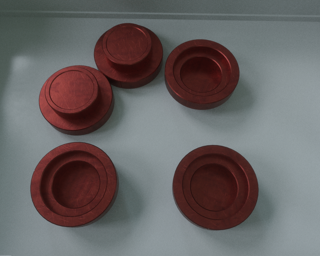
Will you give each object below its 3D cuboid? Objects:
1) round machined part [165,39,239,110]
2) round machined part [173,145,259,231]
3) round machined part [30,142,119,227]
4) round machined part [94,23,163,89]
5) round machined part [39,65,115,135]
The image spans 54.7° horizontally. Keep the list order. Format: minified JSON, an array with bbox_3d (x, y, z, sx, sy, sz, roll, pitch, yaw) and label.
[{"bbox_3d":[0.055,-0.069,0.427,0.099,0.042,0.098,0,70,-1],"label":"round machined part"},{"bbox_3d":[0.064,0.073,0.375,0.099,0.042,0.098,0,70,-1],"label":"round machined part"},{"bbox_3d":[-0.099,0.069,0.374,0.099,0.042,0.098,0,70,-1],"label":"round machined part"},{"bbox_3d":[-0.045,-0.108,0.440,0.099,0.042,0.098,0,70,-1],"label":"round machined part"},{"bbox_3d":[-0.113,-0.043,0.415,0.099,0.042,0.098,0,70,-1],"label":"round machined part"}]
